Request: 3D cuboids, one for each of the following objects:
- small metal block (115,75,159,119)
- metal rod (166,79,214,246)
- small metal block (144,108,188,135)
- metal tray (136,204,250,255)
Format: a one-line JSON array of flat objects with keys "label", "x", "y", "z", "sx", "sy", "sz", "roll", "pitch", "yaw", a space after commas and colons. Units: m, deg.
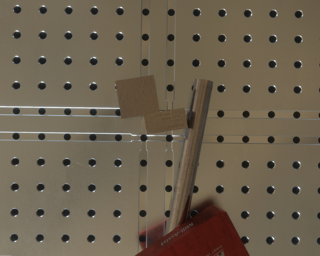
[{"label": "small metal block", "x": -0.029, "y": -0.040, "z": 0.413, "sx": 0.050, "sy": 0.025, "sz": 0.050, "roll": -9, "pitch": 90, "yaw": 0}, {"label": "metal rod", "x": 0.032, "y": 0.084, "z": 0.413, "sx": 0.025, "sy": 0.025, "sz": 0.298, "roll": 11, "pitch": 90, "yaw": 0}, {"label": "small metal block", "x": 0.007, "y": -0.008, "z": 0.401, "sx": 0.050, "sy": 0.050, "sz": 0.025, "roll": -10, "pitch": 90, "yaw": 0}, {"label": "metal tray", "x": 0.043, "y": 0.170, "z": 0.391, "sx": 0.131, "sy": 0.030, "sz": 0.090, "roll": -30, "pitch": 100, "yaw": -12}]
